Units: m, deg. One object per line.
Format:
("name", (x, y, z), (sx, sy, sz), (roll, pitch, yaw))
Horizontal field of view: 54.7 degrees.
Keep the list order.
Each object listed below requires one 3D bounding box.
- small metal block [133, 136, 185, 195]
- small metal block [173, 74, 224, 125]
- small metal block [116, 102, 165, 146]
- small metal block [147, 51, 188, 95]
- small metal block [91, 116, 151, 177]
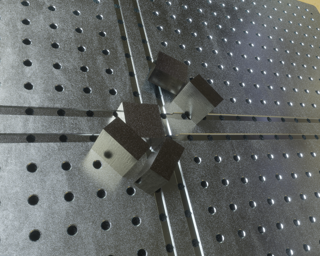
("small metal block", (-0.001, 0.045, 0.365), (0.025, 0.050, 0.050), (35, 51, -6))
("small metal block", (0.055, -0.041, 0.448), (0.050, 0.050, 0.025), (47, 51, 3))
("small metal block", (-0.026, -0.004, 0.398), (0.050, 0.025, 0.050), (2, 61, -28))
("small metal block", (0.013, -0.082, 0.460), (0.050, 0.025, 0.050), (25, 40, -13))
("small metal block", (-0.046, 0.022, 0.355), (0.050, 0.050, 0.025), (43, 51, 1))
